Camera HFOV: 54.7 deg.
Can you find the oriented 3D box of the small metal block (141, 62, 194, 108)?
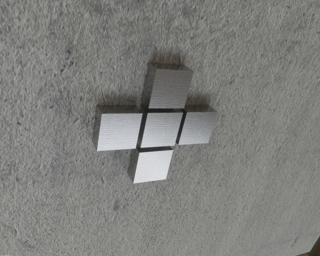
[{"bbox_3d":[0.008,-0.052,0.382,0.050,0.025,0.050,-2,119,-28],"label":"small metal block"}]

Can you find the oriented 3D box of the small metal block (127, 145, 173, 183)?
[{"bbox_3d":[-0.014,0.047,0.431,0.050,0.025,0.050,-2,120,-28],"label":"small metal block"}]

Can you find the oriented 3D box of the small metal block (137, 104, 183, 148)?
[{"bbox_3d":[-0.003,-0.003,0.407,0.050,0.025,0.050,-2,119,-28],"label":"small metal block"}]

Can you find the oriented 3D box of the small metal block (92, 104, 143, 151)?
[{"bbox_3d":[-0.053,-0.001,0.380,0.050,0.025,0.050,-2,119,-28],"label":"small metal block"}]

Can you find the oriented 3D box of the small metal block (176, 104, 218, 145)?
[{"bbox_3d":[0.047,-0.005,0.433,0.050,0.025,0.050,-2,119,-28],"label":"small metal block"}]
